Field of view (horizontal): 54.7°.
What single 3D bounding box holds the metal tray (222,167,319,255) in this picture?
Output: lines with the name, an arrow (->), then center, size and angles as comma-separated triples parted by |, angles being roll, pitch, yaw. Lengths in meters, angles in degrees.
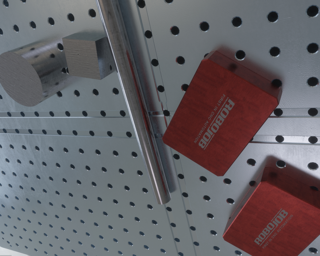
metal tray -> 0.149, 0.122, 0.405 | 0.090, 0.030, 0.129 | 27, 128, 11

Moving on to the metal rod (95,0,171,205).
metal rod -> -0.029, -0.022, 0.412 | 0.025, 0.025, 0.298 | 0, 119, 28

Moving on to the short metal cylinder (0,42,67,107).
short metal cylinder -> -0.183, -0.077, 0.444 | 0.080, 0.050, 0.079 | 13, 124, 21

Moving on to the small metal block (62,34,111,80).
small metal block -> -0.095, -0.093, 0.403 | 0.050, 0.025, 0.050 | 11, 123, 22

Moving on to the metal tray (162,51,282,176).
metal tray -> 0.067, -0.012, 0.365 | 0.090, 0.030, 0.129 | 32, 129, 7
